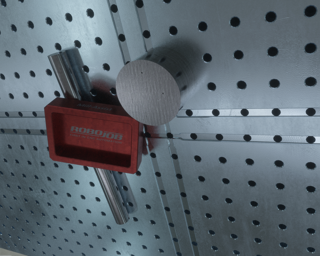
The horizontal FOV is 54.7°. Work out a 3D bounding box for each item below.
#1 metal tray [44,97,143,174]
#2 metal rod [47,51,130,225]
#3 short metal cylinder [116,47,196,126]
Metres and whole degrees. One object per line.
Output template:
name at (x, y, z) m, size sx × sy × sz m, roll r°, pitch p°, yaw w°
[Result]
metal tray at (-0.091, 0.011, 0.436) m, size 0.131 × 0.030 × 0.089 m, roll 9°, pitch 119°, yaw 7°
metal rod at (-0.103, 0.030, 0.481) m, size 0.025 × 0.025 × 0.298 m, roll -2°, pitch 118°, yaw 29°
short metal cylinder at (-0.004, -0.049, 0.366) m, size 0.080 × 0.050 × 0.079 m, roll 13°, pitch 124°, yaw 20°
